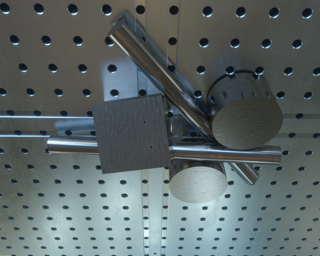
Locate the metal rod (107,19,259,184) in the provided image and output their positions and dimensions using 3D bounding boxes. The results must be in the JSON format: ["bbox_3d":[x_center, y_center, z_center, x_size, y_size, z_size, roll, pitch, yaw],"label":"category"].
[{"bbox_3d":[0.047,-0.014,0.396,0.025,0.025,0.300,-31,124,23],"label":"metal rod"}]

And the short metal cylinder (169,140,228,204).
[{"bbox_3d":[0.053,0.064,0.445,0.081,0.050,0.079,0,130,0],"label":"short metal cylinder"}]

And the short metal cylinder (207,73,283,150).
[{"bbox_3d":[0.100,-0.020,0.375,0.081,0.050,0.079,0,130,0],"label":"short metal cylinder"}]

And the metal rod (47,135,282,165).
[{"bbox_3d":[0.002,0.029,0.409,0.302,0.025,0.025,3,131,5],"label":"metal rod"}]

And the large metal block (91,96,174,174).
[{"bbox_3d":[-0.030,0.006,0.372,0.080,0.050,0.079,-7,95,6],"label":"large metal block"}]
